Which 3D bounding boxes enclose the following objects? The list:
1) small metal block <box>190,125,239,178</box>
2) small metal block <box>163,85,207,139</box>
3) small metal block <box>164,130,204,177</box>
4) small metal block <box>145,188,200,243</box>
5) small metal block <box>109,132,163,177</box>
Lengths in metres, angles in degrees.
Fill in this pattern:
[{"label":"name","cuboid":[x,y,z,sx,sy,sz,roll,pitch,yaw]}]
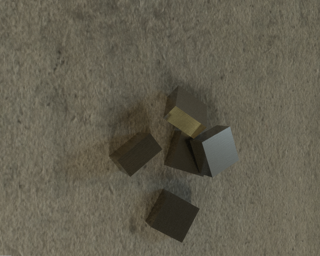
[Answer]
[{"label":"small metal block","cuboid":[0.073,0.030,0.410,0.050,0.025,0.050,-27,108,-28]},{"label":"small metal block","cuboid":[0.035,-0.022,0.408,0.050,0.025,0.050,34,35,-17]},{"label":"small metal block","cuboid":[0.039,0.035,0.425,0.050,0.025,0.050,19,84,-20]},{"label":"small metal block","cuboid":[0.017,0.117,0.417,0.050,0.025,0.050,33,79,-18]},{"label":"small metal block","cuboid":[-0.032,0.031,0.385,0.050,0.050,0.025,-40,103,-16]}]
